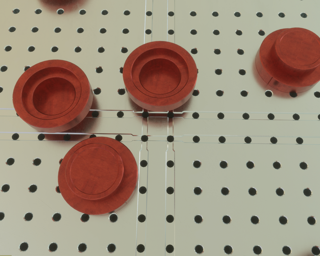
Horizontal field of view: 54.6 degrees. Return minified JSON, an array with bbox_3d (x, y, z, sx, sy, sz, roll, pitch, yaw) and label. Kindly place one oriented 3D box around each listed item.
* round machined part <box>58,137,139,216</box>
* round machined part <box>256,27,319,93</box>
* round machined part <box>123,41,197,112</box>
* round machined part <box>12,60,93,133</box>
[{"bbox_3d":[-0.077,0.057,0.382,0.099,0.042,0.098,0,70,0],"label":"round machined part"},{"bbox_3d":[0.191,-0.103,0.441,0.099,0.042,0.098,0,70,0],"label":"round machined part"},{"bbox_3d":[0.000,-0.067,0.427,0.099,0.042,0.098,0,70,0],"label":"round machined part"},{"bbox_3d":[-0.139,-0.039,0.416,0.099,0.042,0.098,0,70,0],"label":"round machined part"}]
